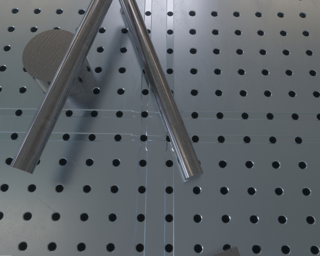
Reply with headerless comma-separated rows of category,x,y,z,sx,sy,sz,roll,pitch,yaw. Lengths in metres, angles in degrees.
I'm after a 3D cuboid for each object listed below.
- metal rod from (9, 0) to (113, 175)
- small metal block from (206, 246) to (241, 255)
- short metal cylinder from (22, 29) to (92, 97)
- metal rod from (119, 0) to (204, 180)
metal rod,-0.108,-0.087,0.389,0.025,0.025,0.299,17,71,6
small metal block,0.071,0.168,0.351,0.050,0.025,0.050,-18,71,-7
short metal cylinder,-0.140,-0.088,0.430,0.081,0.050,0.080,0,70,0
metal rod,-0.005,-0.072,0.437,0.025,0.025,0.299,-18,71,-6
